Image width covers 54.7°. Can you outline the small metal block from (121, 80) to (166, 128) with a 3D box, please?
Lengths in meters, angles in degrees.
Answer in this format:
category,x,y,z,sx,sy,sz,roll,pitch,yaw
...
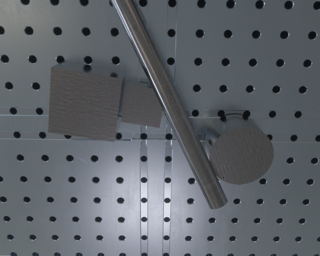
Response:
category,x,y,z,sx,sy,sz,roll,pitch,yaw
small metal block,-0.021,-0.031,0.402,0.050,0.025,0.050,9,110,-4

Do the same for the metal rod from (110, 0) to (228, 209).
category,x,y,z,sx,sy,sz,roll,pitch,yaw
metal rod,0.010,-0.037,0.371,0.025,0.025,0.299,-25,98,8

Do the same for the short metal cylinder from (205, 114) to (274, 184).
category,x,y,z,sx,sy,sz,roll,pitch,yaw
short metal cylinder,0.102,0.027,0.411,0.081,0.050,0.079,0,110,0

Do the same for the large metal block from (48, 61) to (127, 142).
category,x,y,z,sx,sy,sz,roll,pitch,yaw
large metal block,-0.089,-0.034,0.387,0.081,0.050,0.079,9,110,-4
